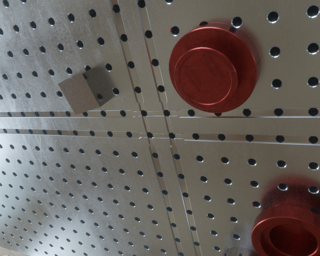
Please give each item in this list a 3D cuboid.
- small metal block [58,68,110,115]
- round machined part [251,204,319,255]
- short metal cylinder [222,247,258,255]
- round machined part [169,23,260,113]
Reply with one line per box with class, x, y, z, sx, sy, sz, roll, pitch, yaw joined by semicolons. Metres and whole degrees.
small metal block;-0.107;-0.051;0.436;0.050;0.025;0.050;-13;112;33
round machined part;0.170;0.136;0.395;0.098;0.042;0.097;13;124;21
short metal cylinder;0.127;0.229;0.470;0.080;0.050;0.079;13;124;21
round machined part;0.054;-0.059;0.335;0.098;0.042;0.097;13;124;21
